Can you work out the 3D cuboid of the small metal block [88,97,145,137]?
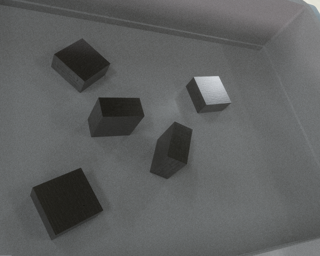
[{"bbox_3d":[-0.053,-0.012,0.369,0.050,0.050,0.025,-2,63,-30],"label":"small metal block"}]

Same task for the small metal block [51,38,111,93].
[{"bbox_3d":[-0.102,-0.081,0.401,0.050,0.025,0.050,42,51,0],"label":"small metal block"}]

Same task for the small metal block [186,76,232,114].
[{"bbox_3d":[0.075,-0.052,0.480,0.050,0.025,0.050,-7,66,-32],"label":"small metal block"}]

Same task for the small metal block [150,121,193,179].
[{"bbox_3d":[0.014,0.028,0.381,0.025,0.050,0.050,24,53,-14],"label":"small metal block"}]

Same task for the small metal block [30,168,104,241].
[{"bbox_3d":[-0.094,0.075,0.310,0.050,0.025,0.050,-22,74,-36],"label":"small metal block"}]
